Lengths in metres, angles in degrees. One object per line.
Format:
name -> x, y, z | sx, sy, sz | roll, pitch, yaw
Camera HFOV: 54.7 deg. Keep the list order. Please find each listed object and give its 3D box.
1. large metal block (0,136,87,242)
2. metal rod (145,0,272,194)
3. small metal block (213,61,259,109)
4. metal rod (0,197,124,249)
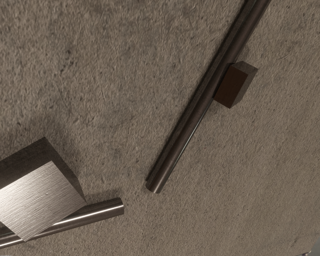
large metal block -> -0.144, 0.070, 0.356 | 0.080, 0.050, 0.080 | -31, 129, -9
metal rod -> 0.058, -0.037, 0.417 | 0.025, 0.025, 0.298 | 17, 110, -35
small metal block -> 0.101, -0.058, 0.409 | 0.050, 0.025, 0.050 | -30, 148, -55
metal rod -> -0.192, 0.136, 0.386 | 0.303, 0.025, 0.025 | -10, 123, -24
